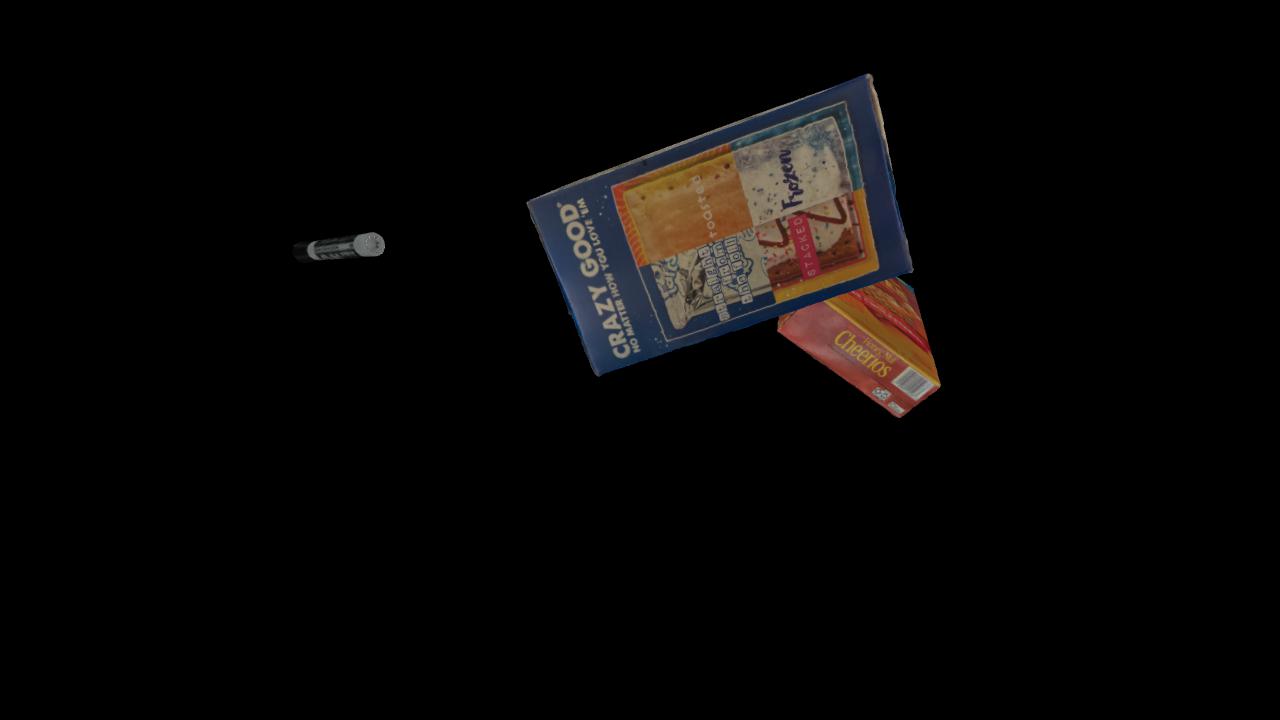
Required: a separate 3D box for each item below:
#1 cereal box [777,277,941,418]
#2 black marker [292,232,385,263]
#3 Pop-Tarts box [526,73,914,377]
[{"bbox_3d":[0.305,-0.077,0.878,0.203,0.081,0.306,35,34,-4],"label":"cereal box"},{"bbox_3d":[-0.259,-0.095,0.523,0.121,0.020,0.020,3,2,35],"label":"black marker"},{"bbox_3d":[0.034,-0.073,0.322,0.141,0.083,0.167,-18,16,6],"label":"Pop-Tarts box"}]
